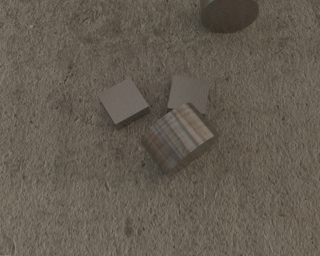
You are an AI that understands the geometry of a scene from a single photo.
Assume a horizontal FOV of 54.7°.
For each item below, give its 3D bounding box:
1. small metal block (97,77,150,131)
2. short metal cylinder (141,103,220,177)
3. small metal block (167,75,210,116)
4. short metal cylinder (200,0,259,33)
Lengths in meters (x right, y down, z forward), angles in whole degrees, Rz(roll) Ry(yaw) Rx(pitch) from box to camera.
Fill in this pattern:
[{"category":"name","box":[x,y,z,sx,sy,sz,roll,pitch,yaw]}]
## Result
[{"category":"small metal block","box":[-0.049,-0.032,0.419,0.050,0.025,0.050,-30,73,-11]},{"category":"short metal cylinder","box":[0.025,0.015,0.374,0.080,0.080,0.050,-35,74,-12]},{"category":"small metal block","box":[0.039,-0.041,0.424,0.050,0.025,0.050,10,70,3]},{"category":"short metal cylinder","box":[0.098,-0.182,0.447,0.081,0.080,0.050,0,70,0]}]
